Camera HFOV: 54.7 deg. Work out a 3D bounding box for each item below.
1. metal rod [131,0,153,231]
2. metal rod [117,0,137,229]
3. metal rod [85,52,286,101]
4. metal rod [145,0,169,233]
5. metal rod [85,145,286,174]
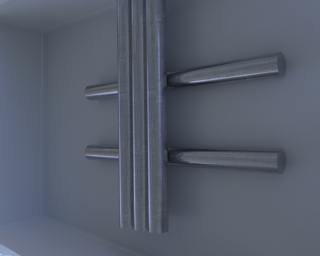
[{"bbox_3d":[-0.023,-0.024,0.390,0.025,0.025,0.298,-1,89,40],"label":"metal rod"},{"bbox_3d":[-0.042,-0.021,0.407,0.025,0.025,0.298,-1,89,40],"label":"metal rod"},{"bbox_3d":[0.005,-0.059,0.402,0.300,0.025,0.025,-2,89,40],"label":"metal rod"},{"bbox_3d":[-0.004,-0.026,0.375,0.025,0.025,0.298,-1,89,40],"label":"metal rod"},{"bbox_3d":[0.005,0.036,0.402,0.300,0.025,0.025,-1,89,40],"label":"metal rod"}]
